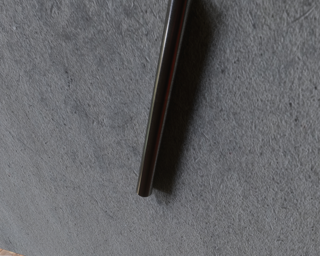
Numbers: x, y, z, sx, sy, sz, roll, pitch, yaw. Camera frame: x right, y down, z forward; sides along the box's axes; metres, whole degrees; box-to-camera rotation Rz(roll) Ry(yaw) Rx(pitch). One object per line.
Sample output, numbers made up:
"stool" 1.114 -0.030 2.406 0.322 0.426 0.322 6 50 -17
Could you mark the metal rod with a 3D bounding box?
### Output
"metal rod" -0.001 -0.021 0.394 0.025 0.025 0.298 22 127 15
